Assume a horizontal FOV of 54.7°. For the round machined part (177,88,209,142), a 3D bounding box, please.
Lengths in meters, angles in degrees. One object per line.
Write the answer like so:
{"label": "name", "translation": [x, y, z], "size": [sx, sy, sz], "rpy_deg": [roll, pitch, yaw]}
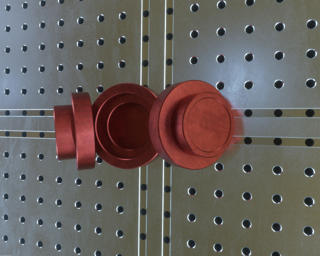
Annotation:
{"label": "round machined part", "translation": [0.034, -0.003, 0.391], "size": [0.098, 0.042, 0.097], "rpy_deg": [0, 90, 19]}

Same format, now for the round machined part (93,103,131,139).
{"label": "round machined part", "translation": [-0.059, -0.003, 0.423], "size": [0.098, 0.042, 0.097], "rpy_deg": [0, 90, 19]}

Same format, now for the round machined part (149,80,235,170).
{"label": "round machined part", "translation": [0.041, -0.003, 0.334], "size": [0.042, 0.099, 0.097], "rpy_deg": [0, 90, 60]}

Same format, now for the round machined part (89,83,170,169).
{"label": "round machined part", "translation": [-0.032, -0.002, 0.368], "size": [0.098, 0.042, 0.097], "rpy_deg": [0, 90, 19]}

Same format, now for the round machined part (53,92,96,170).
{"label": "round machined part", "translation": [-0.108, 0.004, 0.386], "size": [0.042, 0.098, 0.097], "rpy_deg": [-5, 88, -18]}
